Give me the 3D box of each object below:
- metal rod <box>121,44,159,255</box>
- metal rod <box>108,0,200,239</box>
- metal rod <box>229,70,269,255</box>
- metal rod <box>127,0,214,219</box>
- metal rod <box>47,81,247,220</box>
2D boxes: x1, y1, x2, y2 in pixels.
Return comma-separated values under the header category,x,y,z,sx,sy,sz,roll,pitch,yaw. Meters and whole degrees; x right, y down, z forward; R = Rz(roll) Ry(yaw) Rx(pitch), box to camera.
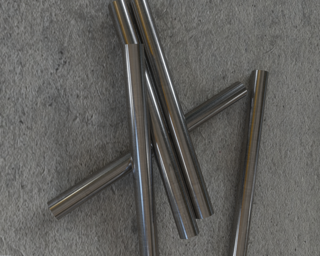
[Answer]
category,x,y,z,sx,sy,sz,roll,pitch,yaw
metal rod,-0.021,0.053,0.375,0.025,0.025,0.298,-8,103,-20
metal rod,-0.009,-0.012,0.383,0.025,0.025,0.299,-17,87,-19
metal rod,0.130,0.064,0.456,0.025,0.025,0.298,9,87,-20
metal rod,0.012,-0.034,0.391,0.025,0.025,0.299,-16,88,-19
metal rod,-0.004,0.020,0.407,0.302,0.025,0.025,-32,101,-17
